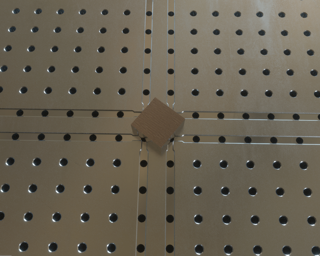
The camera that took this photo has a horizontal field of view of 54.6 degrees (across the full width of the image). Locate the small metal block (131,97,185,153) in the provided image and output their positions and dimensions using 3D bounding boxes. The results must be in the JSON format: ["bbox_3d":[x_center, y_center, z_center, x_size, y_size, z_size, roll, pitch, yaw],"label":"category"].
[{"bbox_3d":[-0.002,-0.004,0.413,0.050,0.025,0.050,37,74,12],"label":"small metal block"}]
